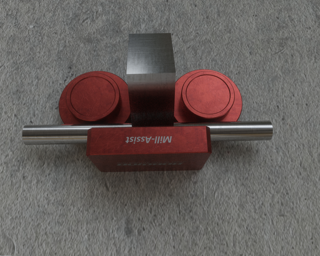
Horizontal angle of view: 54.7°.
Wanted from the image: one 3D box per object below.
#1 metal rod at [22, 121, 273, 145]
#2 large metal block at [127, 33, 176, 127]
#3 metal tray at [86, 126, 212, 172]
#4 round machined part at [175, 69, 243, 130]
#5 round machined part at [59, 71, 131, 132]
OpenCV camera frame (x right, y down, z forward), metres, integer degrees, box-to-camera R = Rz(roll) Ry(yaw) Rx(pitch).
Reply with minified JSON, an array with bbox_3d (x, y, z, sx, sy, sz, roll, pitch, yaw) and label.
[{"bbox_3d":[-0.014,0.006,0.385,0.302,0.025,0.025,-1,70,-1],"label":"metal rod"},{"bbox_3d":[-0.010,-0.057,0.373,0.050,0.080,0.080,-2,47,-2],"label":"large metal block"},{"bbox_3d":[-0.012,0.027,0.364,0.131,0.090,0.030,-1,70,-1],"label":"metal tray"},{"bbox_3d":[0.061,-0.037,0.414,0.099,0.042,0.098,0,70,-1],"label":"round machined part"},{"bbox_3d":[-0.085,-0.034,0.410,0.099,0.042,0.098,0,70,-1],"label":"round machined part"}]
